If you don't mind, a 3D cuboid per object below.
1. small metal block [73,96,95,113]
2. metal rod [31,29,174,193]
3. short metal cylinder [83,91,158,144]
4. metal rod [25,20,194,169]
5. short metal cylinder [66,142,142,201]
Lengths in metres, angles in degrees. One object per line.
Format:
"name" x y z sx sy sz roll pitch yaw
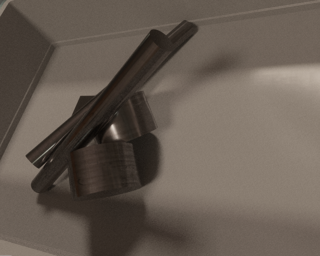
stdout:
"small metal block" -0.104 -0.022 0.472 0.050 0.025 0.050 3 63 29
"metal rod" -0.086 0.004 0.355 0.299 0.025 0.025 -42 44 38
"short metal cylinder" -0.049 -0.009 0.392 0.080 0.080 0.050 -20 94 16
"metal rod" -0.063 -0.055 0.445 0.301 0.025 0.025 -43 51 -12
"short metal cylinder" -0.065 0.052 0.363 0.080 0.080 0.050 -17 74 18
